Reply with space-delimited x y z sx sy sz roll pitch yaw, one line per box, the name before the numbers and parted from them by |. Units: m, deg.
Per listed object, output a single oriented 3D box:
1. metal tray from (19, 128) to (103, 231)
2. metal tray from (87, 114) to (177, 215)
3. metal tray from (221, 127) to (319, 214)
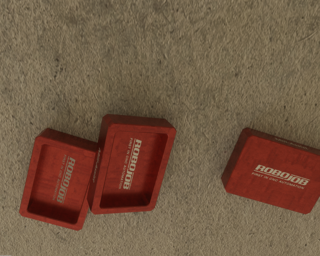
metal tray | -0.135 0.074 0.432 0.091 0.030 0.129 18 109 -7
metal tray | -0.039 0.050 0.406 0.091 0.030 0.129 4 112 -27
metal tray | 0.163 0.061 0.431 0.131 0.030 0.089 17 109 -7
